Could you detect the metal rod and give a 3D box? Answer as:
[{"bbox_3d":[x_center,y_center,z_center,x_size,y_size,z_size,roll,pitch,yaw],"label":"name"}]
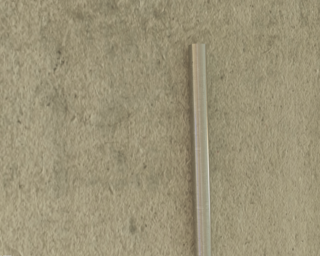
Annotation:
[{"bbox_3d":[0.056,0.035,0.431,0.025,0.025,0.298,-2,91,-20],"label":"metal rod"}]
